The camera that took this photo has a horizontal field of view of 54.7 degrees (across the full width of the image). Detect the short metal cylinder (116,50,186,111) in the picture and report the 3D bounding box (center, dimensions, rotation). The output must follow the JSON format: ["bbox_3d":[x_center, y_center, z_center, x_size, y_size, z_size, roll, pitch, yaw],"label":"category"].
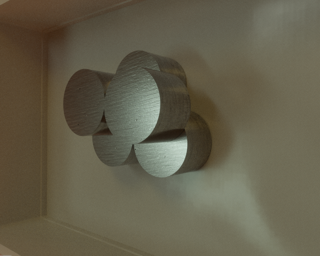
[{"bbox_3d":[-0.013,-0.055,0.400,0.080,0.050,0.080,0,90,40],"label":"short metal cylinder"}]

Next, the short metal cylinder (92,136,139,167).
[{"bbox_3d":[-0.048,0.011,0.428,0.080,0.050,0.080,0,90,40],"label":"short metal cylinder"}]

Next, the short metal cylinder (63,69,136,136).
[{"bbox_3d":[-0.076,-0.030,0.386,0.080,0.050,0.080,0,90,40],"label":"short metal cylinder"}]

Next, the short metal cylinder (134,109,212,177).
[{"bbox_3d":[0.015,0.017,0.376,0.080,0.050,0.080,0,90,40],"label":"short metal cylinder"}]

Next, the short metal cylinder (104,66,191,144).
[{"bbox_3d":[-0.014,-0.023,0.334,0.080,0.050,0.080,0,90,40],"label":"short metal cylinder"}]
